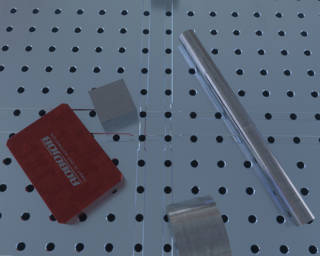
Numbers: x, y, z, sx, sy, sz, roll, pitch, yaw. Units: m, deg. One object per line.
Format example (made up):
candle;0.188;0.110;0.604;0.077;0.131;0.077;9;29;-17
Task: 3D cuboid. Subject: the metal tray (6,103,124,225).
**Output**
metal tray;-0.118;0.043;0.392;0.090;0.030;0.130;-37;75;-13

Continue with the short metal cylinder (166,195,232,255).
short metal cylinder;0.040;0.119;0.340;0.050;0.080;0.080;-13;71;-5

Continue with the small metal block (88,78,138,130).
small metal block;-0.064;-0.033;0.423;0.050;0.025;0.050;-22;72;-8

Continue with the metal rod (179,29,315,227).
metal rod;0.107;-0.013;0.417;0.025;0.025;0.299;-26;72;-9
